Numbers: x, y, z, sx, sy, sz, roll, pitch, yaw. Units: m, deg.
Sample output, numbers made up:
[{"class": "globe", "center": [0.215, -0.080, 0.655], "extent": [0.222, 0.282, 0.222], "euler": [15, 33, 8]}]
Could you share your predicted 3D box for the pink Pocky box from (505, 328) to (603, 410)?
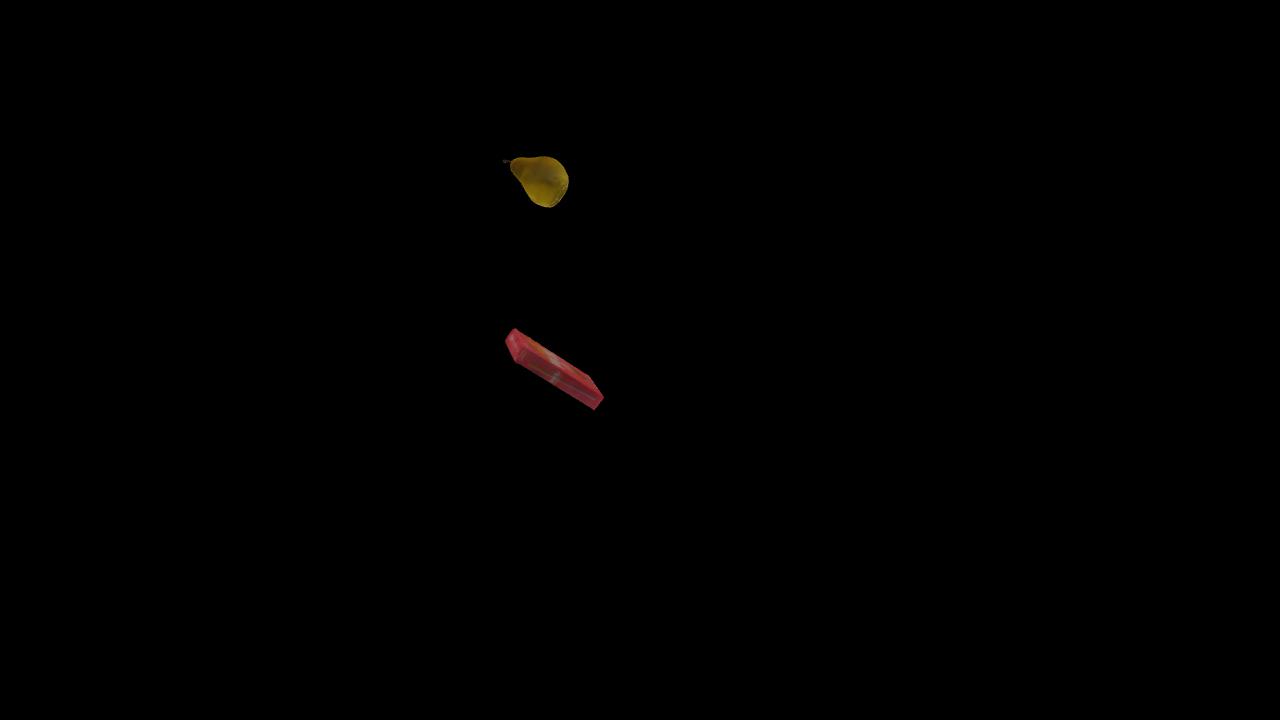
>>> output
[{"class": "pink Pocky box", "center": [-0.129, 0.014, 0.930], "extent": [0.155, 0.029, 0.084], "euler": [35, 6, -30]}]

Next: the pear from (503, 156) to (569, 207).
[{"class": "pear", "center": [-0.167, -0.292, 0.961], "extent": [0.111, 0.080, 0.080], "euler": [35, -2, -3]}]
